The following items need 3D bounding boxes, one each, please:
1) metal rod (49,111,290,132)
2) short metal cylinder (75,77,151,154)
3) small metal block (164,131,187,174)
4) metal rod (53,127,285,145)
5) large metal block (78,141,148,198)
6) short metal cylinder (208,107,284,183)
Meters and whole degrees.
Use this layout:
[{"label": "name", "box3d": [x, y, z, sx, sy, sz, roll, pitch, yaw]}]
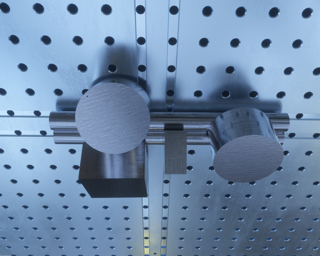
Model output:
[{"label": "metal rod", "box3d": [0.013, -0.009, 0.400, 0.302, 0.025, 0.025, 0, 130, -1]}, {"label": "short metal cylinder", "box3d": [-0.051, -0.016, 0.358, 0.081, 0.050, 0.079, 0, 106, -1]}, {"label": "small metal block", "box3d": [0.018, 0.029, 0.378, 0.025, 0.050, 0.050, 0, 88, -1]}, {"label": "metal rod", "box3d": [0.013, 0.010, 0.416, 0.302, 0.025, 0.025, 0, 130, -1]}, {"label": "large metal block", "box3d": [-0.059, 0.059, 0.422, 0.081, 0.050, 0.080, -1, 150, 0]}, {"label": "short metal cylinder", "box3d": [0.102, 0.022, 0.377, 0.081, 0.050, 0.079, 0, 130, 0]}]
